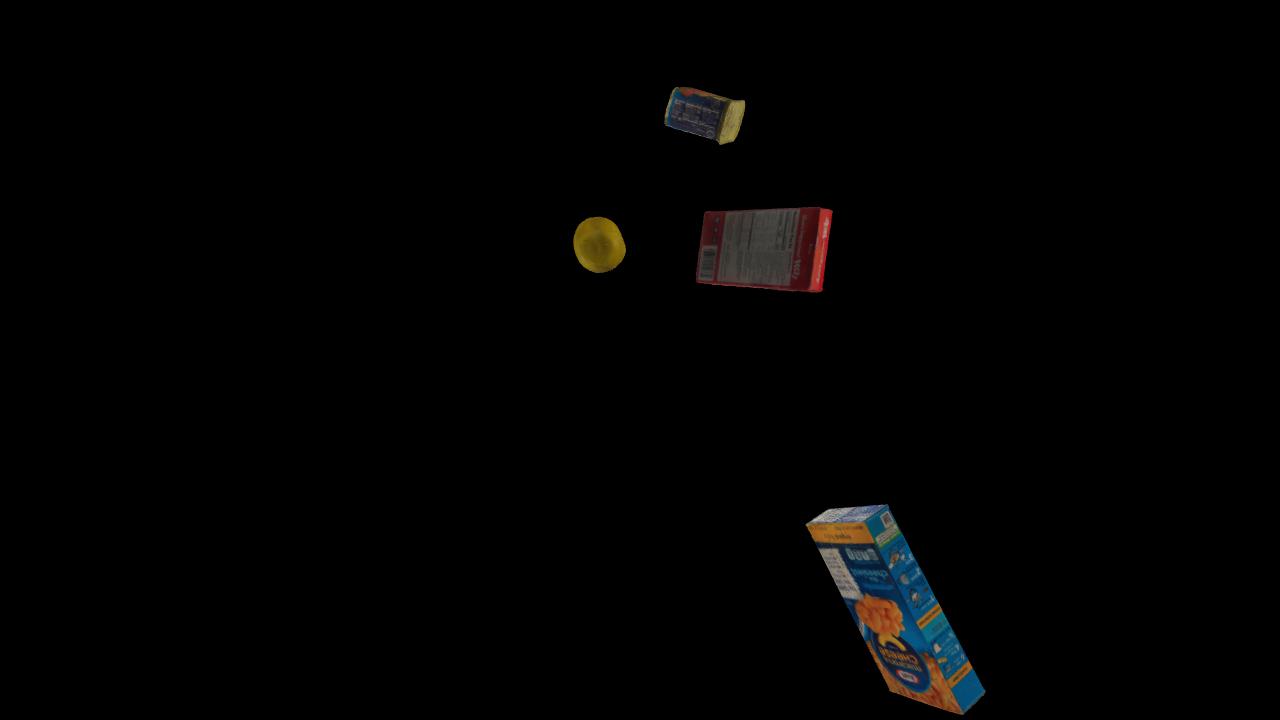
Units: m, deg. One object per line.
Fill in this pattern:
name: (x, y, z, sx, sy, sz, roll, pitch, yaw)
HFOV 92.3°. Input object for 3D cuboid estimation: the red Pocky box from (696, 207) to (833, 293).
red Pocky box: (0.126, -0.117, 0.651, 0.028, 0.083, 0.155, 3, 7, -41)

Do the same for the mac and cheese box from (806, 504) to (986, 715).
mac and cheese box: (0.237, 0.230, 0.585, 0.041, 0.184, 0.093, -24, -6, -26)

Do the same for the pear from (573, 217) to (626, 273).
pear: (-0.054, -0.172, 0.904, 0.080, 0.080, 0.111, 0, 16, 12)

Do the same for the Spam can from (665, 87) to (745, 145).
Spam can: (0.091, -0.343, 0.860, 0.085, 0.058, 0.101, 22, 28, 14)
